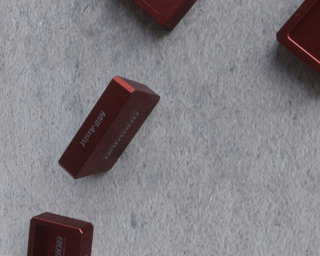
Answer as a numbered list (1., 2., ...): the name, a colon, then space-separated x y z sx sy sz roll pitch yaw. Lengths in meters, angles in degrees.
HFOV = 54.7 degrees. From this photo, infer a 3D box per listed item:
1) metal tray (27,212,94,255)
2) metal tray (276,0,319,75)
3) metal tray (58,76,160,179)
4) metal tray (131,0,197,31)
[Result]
1. metal tray: -0.151 0.199 0.457 0.090 0.030 0.129 7 92 19
2. metal tray: 0.199 -0.118 0.315 0.090 0.030 0.129 45 122 13
3. metal tray: -0.061 0.001 0.394 0.030 0.090 0.129 39 102 15
4. metal tray: -0.008 -0.203 0.408 0.130 0.030 0.090 44 103 14
